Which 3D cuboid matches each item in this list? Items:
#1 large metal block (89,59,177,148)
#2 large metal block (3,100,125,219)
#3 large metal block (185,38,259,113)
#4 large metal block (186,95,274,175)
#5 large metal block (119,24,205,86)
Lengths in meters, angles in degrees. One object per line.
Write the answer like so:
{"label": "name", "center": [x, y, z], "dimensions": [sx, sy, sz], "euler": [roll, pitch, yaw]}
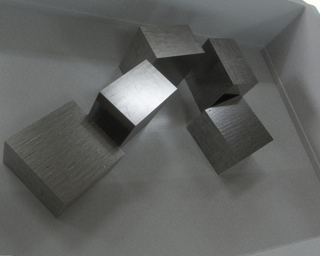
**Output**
{"label": "large metal block", "center": [-0.037, -0.022, 0.365], "dimensions": [0.050, 0.080, 0.080], "euler": [44, 51, 2]}
{"label": "large metal block", "center": [-0.098, 0.031, 0.319], "dimensions": [0.080, 0.050, 0.080], "euler": [46, 51, 3]}
{"label": "large metal block", "center": [0.087, -0.077, 0.466], "dimensions": [0.050, 0.080, 0.080], "euler": [-10, 67, -33]}
{"label": "large metal block", "center": [0.099, 0.008, 0.440], "dimensions": [0.081, 0.050, 0.080], "euler": [-23, 75, -37]}
{"label": "large metal block", "center": [0.001, -0.095, 0.430], "dimensions": [0.081, 0.080, 0.050], "euler": [-16, 70, -35]}
